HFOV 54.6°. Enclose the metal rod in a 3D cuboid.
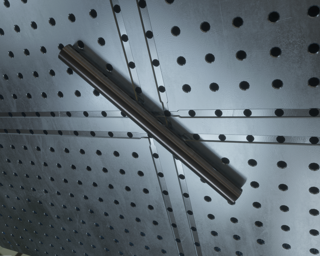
[{"bbox_3d":[-0.013,-0.006,0.415,0.300,0.025,0.025,40,129,0],"label":"metal rod"}]
